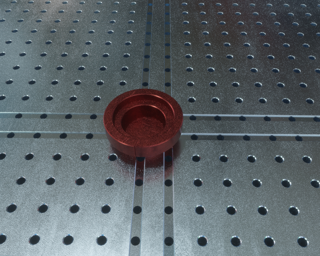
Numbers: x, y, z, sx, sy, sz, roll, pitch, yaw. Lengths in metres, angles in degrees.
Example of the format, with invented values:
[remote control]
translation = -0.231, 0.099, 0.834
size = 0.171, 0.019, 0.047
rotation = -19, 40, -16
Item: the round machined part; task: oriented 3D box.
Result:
[round machined part]
translation = -0.021, -0.002, 0.398
size = 0.099, 0.042, 0.098
rotation = 0, 50, 0
